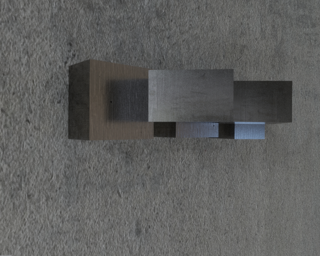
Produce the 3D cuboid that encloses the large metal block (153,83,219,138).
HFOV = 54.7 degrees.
[{"bbox_3d":[0.034,-0.028,0.421,0.081,0.050,0.079,1,90,-40],"label":"large metal block"}]

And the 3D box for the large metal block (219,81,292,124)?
[{"bbox_3d":[0.121,-0.031,0.412,0.080,0.080,0.050,1,89,4],"label":"large metal block"}]

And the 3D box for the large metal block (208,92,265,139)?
[{"bbox_3d":[0.124,-0.023,0.497,0.081,0.050,0.079,2,89,-40],"label":"large metal block"}]

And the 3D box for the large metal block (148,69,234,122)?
[{"bbox_3d":[0.032,-0.031,0.334,0.080,0.080,0.050,-11,101,-85],"label":"large metal block"}]

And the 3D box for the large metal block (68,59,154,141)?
[{"bbox_3d":[-0.054,-0.028,0.346,0.081,0.050,0.079,0,90,-40],"label":"large metal block"}]
